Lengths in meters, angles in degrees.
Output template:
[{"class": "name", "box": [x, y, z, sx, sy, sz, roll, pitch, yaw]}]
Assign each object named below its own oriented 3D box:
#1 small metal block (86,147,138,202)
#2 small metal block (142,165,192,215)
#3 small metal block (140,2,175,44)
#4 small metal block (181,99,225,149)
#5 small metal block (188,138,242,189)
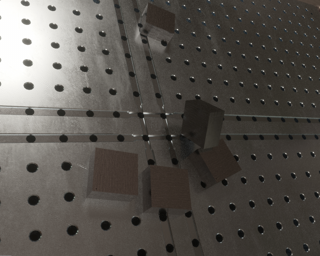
[{"class": "small metal block", "box": [-0.053, 0.053, 0.348, 0.050, 0.025, 0.050, 11, 57, -23]}, {"class": "small metal block", "box": [0.007, 0.074, 0.368, 0.050, 0.025, 0.050, 11, 57, -23]}, {"class": "small metal block", "box": [-0.003, -0.174, 0.514, 0.050, 0.025, 0.050, 17, 55, -19]}, {"class": "small metal block", "box": [0.056, -0.007, 0.415, 0.025, 0.050, 0.050, -8, 26, -32]}, {"class": "small metal block", "box": [0.074, 0.048, 0.421, 0.050, 0.025, 0.050, -18, 72, -35]}]
